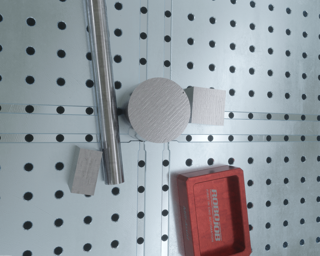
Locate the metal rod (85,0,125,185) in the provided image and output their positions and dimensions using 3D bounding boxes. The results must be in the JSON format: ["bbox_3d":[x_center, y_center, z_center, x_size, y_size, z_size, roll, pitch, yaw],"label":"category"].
[{"bbox_3d":[-0.072,-0.079,0.386,0.025,0.025,0.298,-6,92,-20],"label":"metal rod"}]

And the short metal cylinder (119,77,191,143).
[{"bbox_3d":[-0.008,-0.022,0.397,0.081,0.050,0.079,0,90,-21],"label":"short metal cylinder"}]

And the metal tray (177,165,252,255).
[{"bbox_3d":[0.078,0.125,0.440,0.091,0.030,0.129,-7,93,-20],"label":"metal tray"}]

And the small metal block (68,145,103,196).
[{"bbox_3d":[-0.090,0.049,0.367,0.025,0.050,0.050,12,86,-20],"label":"small metal block"}]

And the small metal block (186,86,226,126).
[{"bbox_3d":[0.063,-0.030,0.437,0.050,0.025,0.050,4,89,-20],"label":"small metal block"}]
